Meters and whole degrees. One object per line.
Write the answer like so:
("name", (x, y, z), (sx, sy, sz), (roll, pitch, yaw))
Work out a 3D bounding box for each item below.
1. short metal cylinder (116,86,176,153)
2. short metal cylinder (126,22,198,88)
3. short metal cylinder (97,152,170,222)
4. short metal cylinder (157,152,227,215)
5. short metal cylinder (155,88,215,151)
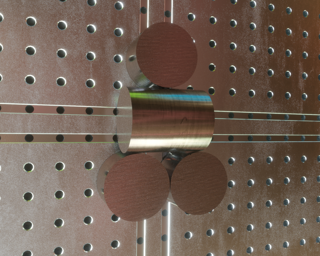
("short metal cylinder", (-0.020, -0.010, 0.377), (0.050, 0.080, 0.079), (0, 90, -20))
("short metal cylinder", (0.001, -0.089, 0.400), (0.081, 0.050, 0.079), (0, 90, -21))
("short metal cylinder", (-0.034, 0.070, 0.387), (0.081, 0.050, 0.079), (0, 90, -21))
("short metal cylinder", (0.042, 0.070, 0.415), (0.081, 0.050, 0.079), (0, 90, -21))
("short metal cylinder", (0.027, -0.010, 0.395), (0.050, 0.080, 0.079), (0, 90, -20))
